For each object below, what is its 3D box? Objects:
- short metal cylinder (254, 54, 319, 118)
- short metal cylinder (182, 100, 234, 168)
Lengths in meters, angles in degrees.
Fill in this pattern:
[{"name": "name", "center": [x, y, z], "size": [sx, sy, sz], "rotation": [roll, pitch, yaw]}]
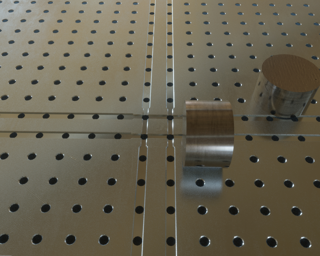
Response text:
[{"name": "short metal cylinder", "center": [0.181, -0.061, 0.444], "size": [0.081, 0.050, 0.080], "rotation": [0, 50, 0]}, {"name": "short metal cylinder", "center": [0.054, 0.007, 0.366], "size": [0.050, 0.080, 0.080], "rotation": [1, 50, 1]}]
